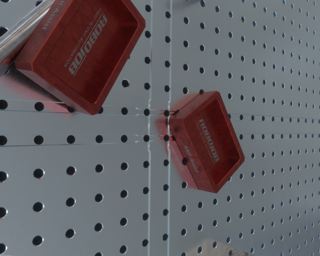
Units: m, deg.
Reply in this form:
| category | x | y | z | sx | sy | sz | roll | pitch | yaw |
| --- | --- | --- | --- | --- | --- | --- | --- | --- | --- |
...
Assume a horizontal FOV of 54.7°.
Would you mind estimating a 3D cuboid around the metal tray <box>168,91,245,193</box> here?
| category | x | y | z | sx | sy | sz | roll | pitch | yaw |
| --- | --- | --- | --- | --- | --- | --- | --- | --- | --- |
| metal tray | 0.075 | 0.021 | 0.468 | 0.091 | 0.030 | 0.129 | -40 | 114 | -33 |

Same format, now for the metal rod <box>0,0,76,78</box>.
| category | x | y | z | sx | sy | sz | roll | pitch | yaw |
| --- | --- | --- | --- | --- | --- | --- | --- | --- | --- |
| metal rod | -0.127 | -0.094 | 0.302 | 0.025 | 0.025 | 0.301 | 50 | 61 | -29 |

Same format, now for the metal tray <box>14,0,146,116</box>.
| category | x | y | z | sx | sy | sz | roll | pitch | yaw |
| --- | --- | --- | --- | --- | --- | --- | --- | --- | --- |
| metal tray | -0.074 | -0.090 | 0.323 | 0.090 | 0.030 | 0.130 | 44 | 66 | -49 |

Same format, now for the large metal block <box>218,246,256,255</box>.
| category | x | y | z | sx | sy | sz | roll | pitch | yaw |
| --- | --- | --- | --- | --- | --- | --- | --- | --- | --- |
| large metal block | 0.113 | 0.250 | 0.488 | 0.081 | 0.050 | 0.079 | -18 | 101 | -39 |
